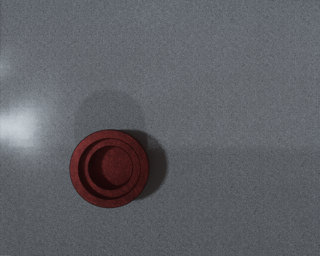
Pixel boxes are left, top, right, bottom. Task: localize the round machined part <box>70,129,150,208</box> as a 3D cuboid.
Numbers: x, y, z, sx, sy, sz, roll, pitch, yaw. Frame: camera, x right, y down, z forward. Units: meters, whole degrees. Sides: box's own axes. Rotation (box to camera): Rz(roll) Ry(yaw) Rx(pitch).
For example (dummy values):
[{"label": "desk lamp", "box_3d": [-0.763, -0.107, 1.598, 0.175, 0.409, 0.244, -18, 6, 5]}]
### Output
[{"label": "round machined part", "box_3d": [-0.062, 0.050, 0.402, 0.099, 0.042, 0.097, 0, 90, -1]}]
